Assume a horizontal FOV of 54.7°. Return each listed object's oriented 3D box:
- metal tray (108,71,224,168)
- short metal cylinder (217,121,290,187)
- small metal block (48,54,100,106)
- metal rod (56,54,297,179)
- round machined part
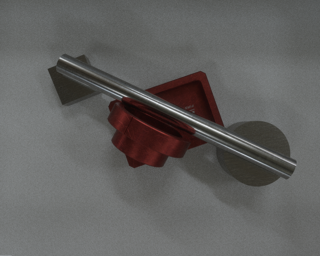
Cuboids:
[{"bbox_3d":[0.009,-0.011,0.407,0.131,0.030,0.090,-19,90,-1],"label":"metal tray"},{"bbox_3d":[0.117,0.031,0.399,0.081,0.050,0.079,0,90,-1],"label":"short metal cylinder"},{"bbox_3d":[-0.111,-0.062,0.408,0.050,0.025,0.050,-22,90,-1],"label":"small metal block"},{"bbox_3d":[0.014,-0.016,0.369,0.301,0.025,0.025,25,90,6],"label":"metal rod"},{"bbox_3d":[-0.017,0.011,0.360,0.098,0.098,0.042,28,98,-1],"label":"round machined part"}]
